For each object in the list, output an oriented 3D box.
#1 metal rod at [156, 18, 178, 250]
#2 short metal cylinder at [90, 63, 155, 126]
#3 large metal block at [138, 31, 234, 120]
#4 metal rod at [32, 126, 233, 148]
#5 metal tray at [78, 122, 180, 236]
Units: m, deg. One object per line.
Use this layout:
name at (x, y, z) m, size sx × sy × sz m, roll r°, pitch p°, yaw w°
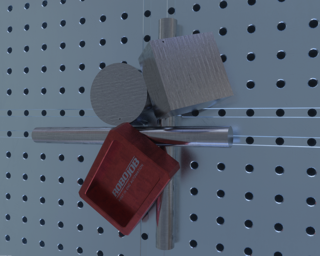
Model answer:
metal rod at (0.009, 0.008, 0.409) m, size 0.025 × 0.025 × 0.298 m, roll 1°, pitch 91°, yaw 20°
short metal cylinder at (-0.045, -0.043, 0.415) m, size 0.080 × 0.050 × 0.079 m, roll 0°, pitch 90°, yaw 20°
large metal block at (0.029, -0.061, 0.368) m, size 0.081 × 0.050 × 0.080 m, roll -15°, pitch 84°, yaw -21°
metal rod at (-0.055, 0.011, 0.414) m, size 0.300 × 0.025 × 0.025 m, roll 0°, pitch 90°, yaw 27°
metal tray at (-0.044, 0.068, 0.398) m, size 0.090 × 0.030 × 0.129 m, roll 38°, pitch 123°, yaw 10°
